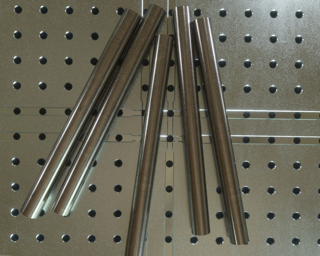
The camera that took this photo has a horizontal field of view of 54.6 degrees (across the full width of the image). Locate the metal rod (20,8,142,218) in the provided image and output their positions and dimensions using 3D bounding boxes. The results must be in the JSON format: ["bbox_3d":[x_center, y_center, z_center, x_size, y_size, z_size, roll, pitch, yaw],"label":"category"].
[{"bbox_3d":[-0.104,-0.019,0.412,0.025,0.025,0.299,28,90,0],"label":"metal rod"}]

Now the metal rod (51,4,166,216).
[{"bbox_3d":[-0.068,-0.024,0.413,0.025,0.025,0.299,26,90,0],"label":"metal rod"}]

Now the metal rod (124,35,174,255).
[{"bbox_3d":[-0.015,0.027,0.413,0.025,0.025,0.298,8,90,0],"label":"metal rod"}]

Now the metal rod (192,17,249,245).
[{"bbox_3d":[0.081,0.004,0.414,0.025,0.025,0.299,-10,90,0],"label":"metal rod"}]

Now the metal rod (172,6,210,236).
[{"bbox_3d":[0.042,-0.009,0.414,0.025,0.025,0.298,-5,90,0],"label":"metal rod"}]
